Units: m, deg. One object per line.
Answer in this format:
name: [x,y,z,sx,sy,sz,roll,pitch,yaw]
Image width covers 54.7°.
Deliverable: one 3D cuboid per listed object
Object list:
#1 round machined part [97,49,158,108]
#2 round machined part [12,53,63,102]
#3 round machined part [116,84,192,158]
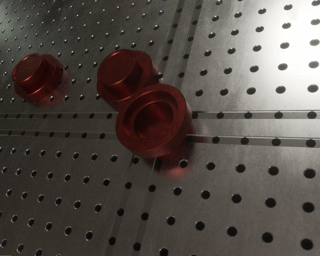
round machined part: [-0.056,-0.082,0.476,0.098,0.042,0.098,-13,56,20]
round machined part: [-0.235,-0.101,0.579,0.098,0.042,0.098,-13,56,20]
round machined part: [-0.005,-0.006,0.402,0.098,0.042,0.098,-13,56,20]
